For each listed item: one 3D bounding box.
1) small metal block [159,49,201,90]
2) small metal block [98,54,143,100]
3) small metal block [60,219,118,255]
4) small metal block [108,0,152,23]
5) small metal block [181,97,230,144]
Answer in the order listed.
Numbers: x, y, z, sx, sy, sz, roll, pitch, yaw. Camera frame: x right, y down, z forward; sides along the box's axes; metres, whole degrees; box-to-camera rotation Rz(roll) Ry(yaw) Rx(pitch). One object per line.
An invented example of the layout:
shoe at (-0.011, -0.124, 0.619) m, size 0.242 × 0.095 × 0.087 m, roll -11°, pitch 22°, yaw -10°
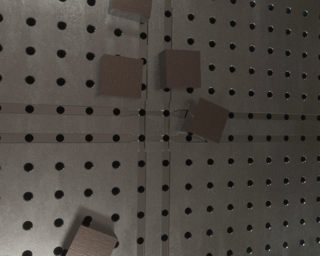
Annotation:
small metal block at (0.028, -0.079, 0.424) m, size 0.050 × 0.025 × 0.050 m, roll -2°, pitch 91°, yaw -20°
small metal block at (-0.050, -0.064, 0.395) m, size 0.050 × 0.025 × 0.050 m, roll 4°, pitch 89°, yaw -20°
small metal block at (-0.087, 0.148, 0.381) m, size 0.050 × 0.025 × 0.050 m, roll 28°, pitch 81°, yaw -18°
small metal block at (-0.037, -0.169, 0.399) m, size 0.050 × 0.025 × 0.050 m, roll 7°, pitch 88°, yaw -20°
small metal block at (0.064, -0.010, 0.438) m, size 0.050 × 0.025 × 0.050 m, roll 22°, pitch 83°, yaw -19°
